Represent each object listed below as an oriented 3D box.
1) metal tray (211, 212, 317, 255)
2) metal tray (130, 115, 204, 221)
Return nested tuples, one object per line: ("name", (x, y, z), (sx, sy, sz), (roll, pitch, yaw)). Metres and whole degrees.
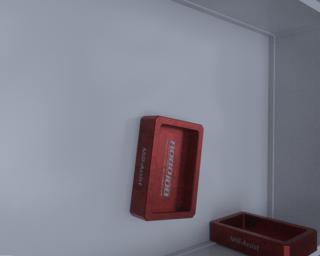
("metal tray", (0.155, 0.163, 0.471), (0.091, 0.130, 0.030), (-1, 91, -40))
("metal tray", (0.012, 0.054, 0.415), (0.091, 0.030, 0.129), (11, 83, -40))
